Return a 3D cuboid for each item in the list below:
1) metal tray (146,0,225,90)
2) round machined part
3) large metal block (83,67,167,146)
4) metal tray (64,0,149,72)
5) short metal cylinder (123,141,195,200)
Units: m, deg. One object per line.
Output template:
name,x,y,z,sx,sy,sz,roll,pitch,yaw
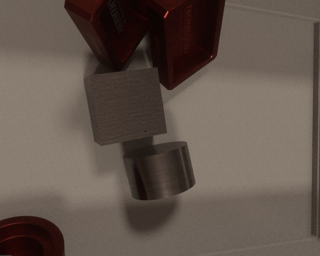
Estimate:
metal tray,0.032,-0.114,0.372,0.090,0.130,0.030,-37,65,-16
round machined part,-0.151,0.142,0.323,0.099,0.098,0.042,-4,120,-20
large metal block,-0.043,-0.027,0.380,0.081,0.050,0.079,-11,97,-20
metal tray,-0.045,-0.125,0.336,0.030,0.130,0.090,31,82,9
short metal cylinder,-0.001,0.050,0.382,0.081,0.080,0.050,-14,95,-20
